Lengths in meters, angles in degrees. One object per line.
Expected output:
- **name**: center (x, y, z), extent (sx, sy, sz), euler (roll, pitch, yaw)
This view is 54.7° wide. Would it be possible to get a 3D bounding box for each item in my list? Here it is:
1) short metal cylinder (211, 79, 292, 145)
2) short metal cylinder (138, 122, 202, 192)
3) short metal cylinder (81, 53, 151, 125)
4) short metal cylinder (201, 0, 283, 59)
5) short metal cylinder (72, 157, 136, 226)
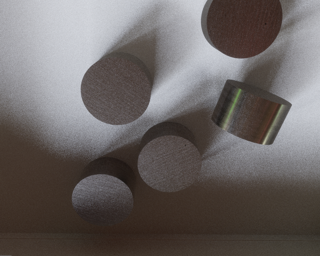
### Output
- **short metal cylinder**: center (0.109, -0.021, 0.375), extent (0.080, 0.080, 0.050), euler (17, 109, -6)
- **short metal cylinder**: center (0.012, 0.037, 0.412), extent (0.081, 0.050, 0.079), euler (0, 110, 0)
- **short metal cylinder**: center (-0.051, -0.049, 0.379), extent (0.081, 0.050, 0.079), euler (0, 110, 0)
- **short metal cylinder**: center (0.090, -0.123, 0.353), extent (0.081, 0.050, 0.079), euler (0, 110, 0)
- **short metal cylinder**: center (-0.075, 0.087, 0.429), extent (0.081, 0.050, 0.079), euler (0, 110, 0)
